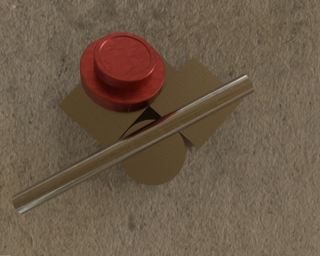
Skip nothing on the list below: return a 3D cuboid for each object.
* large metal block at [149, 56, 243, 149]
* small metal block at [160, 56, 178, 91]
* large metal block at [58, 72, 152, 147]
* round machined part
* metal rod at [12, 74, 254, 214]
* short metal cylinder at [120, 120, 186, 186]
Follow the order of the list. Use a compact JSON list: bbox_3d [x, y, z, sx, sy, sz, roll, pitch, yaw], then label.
[{"bbox_3d":[0.044,-0.031,0.399,0.080,0.050,0.080,41,90,-1],"label":"large metal block"},{"bbox_3d":[-0.011,-0.069,0.410,0.050,0.025,0.050,43,90,-1],"label":"small metal block"},{"bbox_3d":[-0.066,-0.029,0.397,0.080,0.050,0.080,42,90,-1],"label":"large metal block"},{"bbox_3d":[-0.042,-0.071,0.358,0.099,0.042,0.098,5,64,-10],"label":"round machined part"},{"bbox_3d":[-0.030,0.018,0.361,0.301,0.025,0.025,-28,90,0],"label":"metal rod"},{"bbox_3d":[-0.009,0.029,0.398,0.081,0.050,0.079,0,90,-1],"label":"short metal cylinder"}]
